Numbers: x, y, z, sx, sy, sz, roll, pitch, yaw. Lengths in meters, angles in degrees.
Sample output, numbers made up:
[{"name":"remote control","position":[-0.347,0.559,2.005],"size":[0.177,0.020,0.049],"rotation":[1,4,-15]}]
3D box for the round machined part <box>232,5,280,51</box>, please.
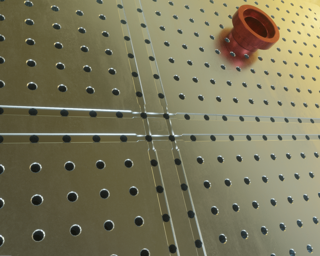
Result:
[{"name":"round machined part","position":[0.182,-0.191,0.611],"size":[0.099,0.042,0.098],"rotation":[13,56,-21]}]
